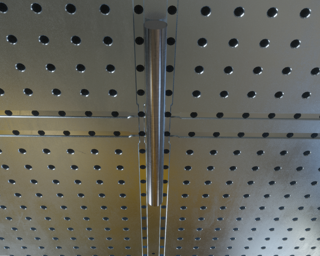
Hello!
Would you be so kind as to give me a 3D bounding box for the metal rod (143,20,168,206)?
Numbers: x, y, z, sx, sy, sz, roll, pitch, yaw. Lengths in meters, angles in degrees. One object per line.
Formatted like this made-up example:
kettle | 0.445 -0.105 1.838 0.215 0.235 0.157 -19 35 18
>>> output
metal rod | -0.006 0.006 0.417 0.025 0.025 0.298 0 130 -1
